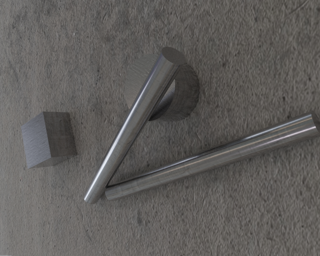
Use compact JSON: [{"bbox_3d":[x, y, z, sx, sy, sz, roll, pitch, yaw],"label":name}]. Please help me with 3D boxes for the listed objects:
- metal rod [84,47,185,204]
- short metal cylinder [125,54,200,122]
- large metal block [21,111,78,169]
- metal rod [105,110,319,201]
[{"bbox_3d":[-0.049,0.021,0.395,0.025,0.025,0.298,58,138,23],"label":"metal rod"},{"bbox_3d":[0.002,-0.048,0.387,0.080,0.050,0.080,0,90,40],"label":"short metal cylinder"},{"bbox_3d":[-0.199,0.022,0.553,0.080,0.050,0.080,-23,75,37],"label":"large metal block"},{"bbox_3d":[0.036,0.046,0.374,0.299,0.025,0.025,-25,74,37],"label":"metal rod"}]
